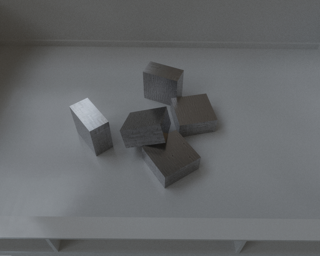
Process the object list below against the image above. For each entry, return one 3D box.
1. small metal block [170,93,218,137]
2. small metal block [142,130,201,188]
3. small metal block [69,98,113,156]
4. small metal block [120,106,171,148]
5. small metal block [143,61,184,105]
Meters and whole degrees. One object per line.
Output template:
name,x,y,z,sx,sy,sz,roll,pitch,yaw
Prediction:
small metal block,0.045,-0.018,0.420,0.050,0.025,0.050,-9,51,-8
small metal block,0.013,0.036,0.375,0.050,0.025,0.050,-26,55,-21
small metal block,-0.085,-0.001,0.389,0.025,0.050,0.050,-31,57,-23
small metal block,-0.017,-0.002,0.387,0.050,0.025,0.050,-9,26,15
small metal block,0.005,-0.062,0.441,0.050,0.050,0.025,18,52,14
